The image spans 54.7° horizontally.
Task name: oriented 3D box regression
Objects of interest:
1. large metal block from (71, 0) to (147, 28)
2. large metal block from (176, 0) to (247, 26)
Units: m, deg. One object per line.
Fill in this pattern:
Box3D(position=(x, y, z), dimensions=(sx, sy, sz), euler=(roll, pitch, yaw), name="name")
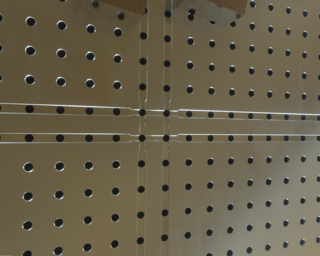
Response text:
Box3D(position=(-0.058, -0.179, 0.378), dimensions=(0.081, 0.050, 0.080), euler=(11, 86, -20), name="large metal block")
Box3D(position=(0.076, -0.199, 0.428), dimensions=(0.081, 0.050, 0.080), euler=(13, 86, -20), name="large metal block")
